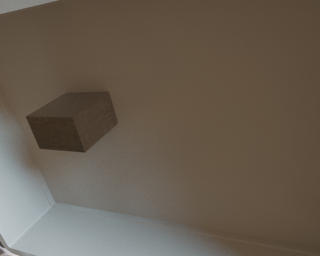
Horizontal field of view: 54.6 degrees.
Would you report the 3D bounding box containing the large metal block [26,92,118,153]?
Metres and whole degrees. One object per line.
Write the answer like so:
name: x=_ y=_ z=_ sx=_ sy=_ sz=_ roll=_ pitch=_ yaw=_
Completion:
large metal block: x=-0.119 y=-0.011 z=0.430 sx=0.080 sy=0.080 sz=0.050 roll=2 pitch=119 yaw=27
